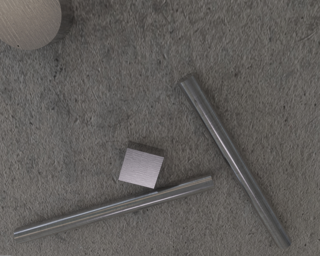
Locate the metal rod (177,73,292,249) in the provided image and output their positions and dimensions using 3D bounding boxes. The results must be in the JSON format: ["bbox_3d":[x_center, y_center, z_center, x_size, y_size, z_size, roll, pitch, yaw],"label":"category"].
[{"bbox_3d":[0.111,0.056,0.431,0.025,0.025,0.299,-30,108,10],"label":"metal rod"}]

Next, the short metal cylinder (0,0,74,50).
[{"bbox_3d":[-0.144,-0.131,0.347,0.081,0.050,0.079,0,110,0],"label":"short metal cylinder"}]

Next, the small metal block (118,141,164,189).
[{"bbox_3d":[-0.026,0.051,0.428,0.050,0.025,0.050,15,109,-6],"label":"small metal block"}]

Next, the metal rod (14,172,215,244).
[{"bbox_3d":[-0.069,0.118,0.452,0.301,0.025,0.025,-17,109,6],"label":"metal rod"}]
